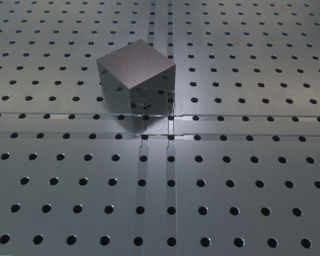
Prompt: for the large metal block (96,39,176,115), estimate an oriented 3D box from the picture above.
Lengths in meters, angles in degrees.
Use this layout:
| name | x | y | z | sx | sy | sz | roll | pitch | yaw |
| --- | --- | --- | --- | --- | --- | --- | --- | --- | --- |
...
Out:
| name | x | y | z | sx | sy | sz | roll | pitch | yaw |
| --- | --- | --- | --- | --- | --- | --- | --- | --- | --- |
| large metal block | -0.034 | -0.078 | 0.457 | 0.080 | 0.050 | 0.080 | -32 | 57 | -24 |
